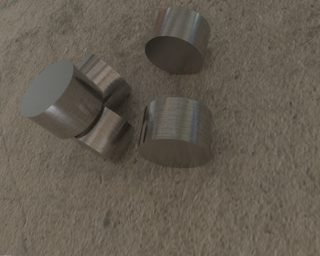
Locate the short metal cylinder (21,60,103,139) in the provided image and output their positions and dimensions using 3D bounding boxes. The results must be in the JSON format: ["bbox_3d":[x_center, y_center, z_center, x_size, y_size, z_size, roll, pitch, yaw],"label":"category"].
[{"bbox_3d":[-0.115,-0.033,0.366,0.080,0.050,0.080,-19,49,24],"label":"short metal cylinder"}]

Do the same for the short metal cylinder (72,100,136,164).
[{"bbox_3d":[-0.080,0.005,0.405,0.080,0.080,0.050,21,73,35],"label":"short metal cylinder"}]

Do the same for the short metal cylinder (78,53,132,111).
[{"bbox_3d":[-0.088,-0.062,0.451,0.080,0.080,0.050,34,81,38],"label":"short metal cylinder"}]

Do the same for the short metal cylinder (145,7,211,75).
[{"bbox_3d":[0.025,-0.118,0.427,0.080,0.080,0.050,3,64,29],"label":"short metal cylinder"}]

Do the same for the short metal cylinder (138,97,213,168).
[{"bbox_3d":[0.018,0.008,0.353,0.080,0.080,0.050,-6,59,25],"label":"short metal cylinder"}]
